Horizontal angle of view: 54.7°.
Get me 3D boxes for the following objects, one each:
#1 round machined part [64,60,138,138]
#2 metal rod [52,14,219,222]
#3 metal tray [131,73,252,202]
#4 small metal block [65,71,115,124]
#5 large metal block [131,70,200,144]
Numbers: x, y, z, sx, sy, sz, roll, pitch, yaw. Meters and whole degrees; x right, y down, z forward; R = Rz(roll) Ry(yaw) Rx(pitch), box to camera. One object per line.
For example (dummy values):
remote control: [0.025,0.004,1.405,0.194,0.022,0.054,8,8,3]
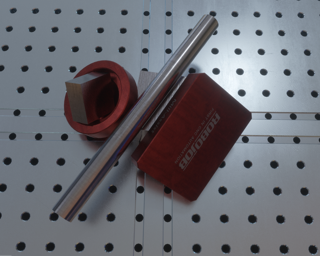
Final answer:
round machined part: [-0.071,-0.034,0.400,0.098,0.042,0.098,-7,71,23]
metal rod: [-0.018,-0.025,0.367,0.025,0.025,0.300,33,73,11]
metal tray: [0.039,0.011,0.370,0.090,0.030,0.130,36,86,-21]
small metal block: [-0.084,-0.039,0.382,0.025,0.050,0.050,12,30,31]
large metal block: [0.008,-0.023,0.406,0.080,0.050,0.080,9,70,3]
